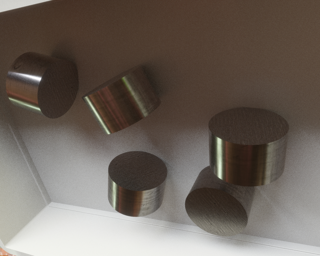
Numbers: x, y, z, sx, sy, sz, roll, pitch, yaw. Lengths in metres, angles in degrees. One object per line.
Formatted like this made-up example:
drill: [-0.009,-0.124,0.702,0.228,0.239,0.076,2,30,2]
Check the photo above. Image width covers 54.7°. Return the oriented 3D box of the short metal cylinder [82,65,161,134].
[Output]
short metal cylinder: [-0.046,-0.035,0.374,0.080,0.080,0.050,-18,109,35]

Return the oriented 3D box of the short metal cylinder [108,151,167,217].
short metal cylinder: [-0.032,0.077,0.436,0.080,0.080,0.050,19,126,17]

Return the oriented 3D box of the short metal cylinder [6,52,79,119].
short metal cylinder: [-0.155,-0.058,0.417,0.050,0.080,0.079,17,125,18]

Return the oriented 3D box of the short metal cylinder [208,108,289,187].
short metal cylinder: [0.094,0.018,0.334,0.080,0.080,0.050,8,122,24]

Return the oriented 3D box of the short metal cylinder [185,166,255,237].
short metal cylinder: [0.080,0.095,0.408,0.080,0.050,0.079,13,124,20]
